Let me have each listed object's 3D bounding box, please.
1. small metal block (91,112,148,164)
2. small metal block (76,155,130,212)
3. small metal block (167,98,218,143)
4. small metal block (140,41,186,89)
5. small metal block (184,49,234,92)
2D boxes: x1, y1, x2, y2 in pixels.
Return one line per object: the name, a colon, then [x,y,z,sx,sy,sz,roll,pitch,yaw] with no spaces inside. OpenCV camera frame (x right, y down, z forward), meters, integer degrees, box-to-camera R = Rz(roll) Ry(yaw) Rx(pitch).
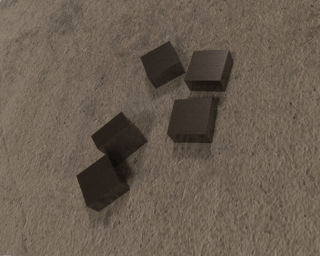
small metal block: [-0.052,0.014,0.405,0.050,0.050,0.025,-39,51,2]
small metal block: [-0.073,0.070,0.398,0.050,0.025,0.050,-36,51,4]
small metal block: [0.041,-0.009,0.387,0.050,0.025,0.050,0,61,27]
small metal block: [0.004,-0.094,0.458,0.050,0.025,0.050,-27,52,10]
small metal block: [0.066,-0.077,0.416,0.050,0.025,0.050,6,64,30]
